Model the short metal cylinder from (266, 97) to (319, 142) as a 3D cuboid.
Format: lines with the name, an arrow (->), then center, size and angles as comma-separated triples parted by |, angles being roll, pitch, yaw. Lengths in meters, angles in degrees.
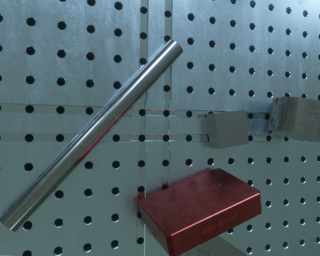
short metal cylinder -> 0.205, -0.012, 0.461 | 0.081, 0.080, 0.050 | 14, 86, -20

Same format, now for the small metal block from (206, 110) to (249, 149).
small metal block -> 0.098, 0.001, 0.450 | 0.050, 0.025, 0.050 | -8, 93, -20

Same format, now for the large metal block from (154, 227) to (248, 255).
large metal block -> 0.050, 0.154, 0.403 | 0.080, 0.080, 0.050 | 38, 78, -17

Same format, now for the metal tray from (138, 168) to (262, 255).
metal tray -> 0.049, 0.100, 0.393 | 0.131, 0.090, 0.030 | -18, 110, -21

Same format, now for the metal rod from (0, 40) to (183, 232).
metal rod -> -0.075, -0.001, 0.385 | 0.025, 0.025, 0.300 | 45, 76, -15
